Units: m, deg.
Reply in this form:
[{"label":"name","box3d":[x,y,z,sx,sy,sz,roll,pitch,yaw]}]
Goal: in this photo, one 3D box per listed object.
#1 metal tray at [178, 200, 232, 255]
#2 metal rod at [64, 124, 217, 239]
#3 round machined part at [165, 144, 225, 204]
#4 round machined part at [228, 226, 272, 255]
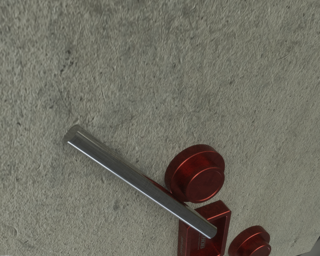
[{"label":"metal tray","box3d":[0.080,0.202,0.574,0.091,0.030,0.129,-14,124,-21]},{"label":"metal rod","box3d":[-0.008,0.090,0.438,0.025,0.025,0.300,-46,123,3]},{"label":"round machined part","box3d":[0.060,0.077,0.479,0.099,0.042,0.097,-14,125,-21]},{"label":"round machined part","box3d":[0.201,0.263,0.673,0.099,0.042,0.097,-14,125,-21]}]
